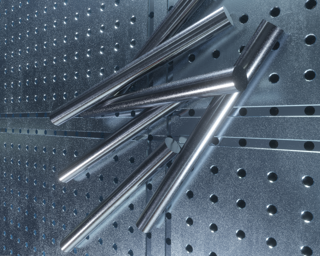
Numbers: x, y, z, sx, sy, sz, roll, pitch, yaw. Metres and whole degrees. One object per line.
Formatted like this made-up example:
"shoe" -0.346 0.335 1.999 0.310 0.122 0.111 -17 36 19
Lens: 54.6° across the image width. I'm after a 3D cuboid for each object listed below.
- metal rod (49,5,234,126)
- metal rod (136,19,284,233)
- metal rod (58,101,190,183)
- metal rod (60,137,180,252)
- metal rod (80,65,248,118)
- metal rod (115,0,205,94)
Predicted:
"metal rod" -0.043 -0.071 0.418 0.300 0.025 0.025 -25 74 28
"metal rod" 0.046 0.015 0.371 0.025 0.025 0.298 44 116 31
"metal rod" -0.066 0.019 0.465 0.299 0.025 0.025 -33 70 35
"metal rod" -0.074 0.114 0.471 0.299 0.025 0.025 -46 63 30
"metal rod" -0.024 -0.038 0.403 0.299 0.025 0.025 -5 87 48
"metal rod" 0.026 -0.143 0.388 0.299 0.025 0.025 -44 63 31
